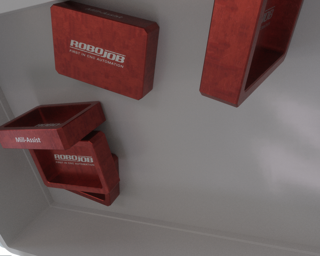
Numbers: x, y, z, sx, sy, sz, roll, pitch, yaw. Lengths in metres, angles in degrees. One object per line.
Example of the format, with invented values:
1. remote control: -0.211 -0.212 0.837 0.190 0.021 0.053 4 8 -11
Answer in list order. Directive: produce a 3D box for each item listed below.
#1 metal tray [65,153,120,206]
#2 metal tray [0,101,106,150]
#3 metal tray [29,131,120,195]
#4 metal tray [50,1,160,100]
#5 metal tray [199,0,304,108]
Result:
1. metal tray: -0.133 0.070 0.518 0.130 0.030 0.089 16 125 19
2. metal tray: -0.156 -0.005 0.445 0.130 0.090 0.030 -1 117 28
3. metal tray: -0.132 0.050 0.466 0.130 0.030 0.089 0 118 27
4. metal tray: -0.070 -0.096 0.383 0.130 0.030 0.089 20 126 16
5. metal tray: 0.080 -0.082 0.245 0.030 0.131 0.089 24 128 25
